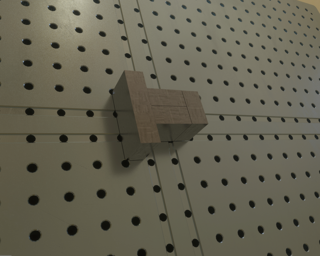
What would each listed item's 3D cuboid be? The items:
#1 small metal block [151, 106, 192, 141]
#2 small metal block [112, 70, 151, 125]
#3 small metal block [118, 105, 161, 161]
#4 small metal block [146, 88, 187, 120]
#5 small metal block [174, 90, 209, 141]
[{"bbox_3d":[0.004,-0.005,0.398,0.050,0.050,0.025,0,62,-29],"label":"small metal block"},{"bbox_3d":[-0.038,-0.038,0.395,0.025,0.050,0.050,0,62,-29],"label":"small metal block"},{"bbox_3d":[-0.026,0.006,0.375,0.025,0.050,0.050,0,62,-29],"label":"small metal block"},{"bbox_3d":[-0.002,-0.027,0.408,0.050,0.050,0.025,0,62,-29],"label":"small metal block"},{"bbox_3d":[0.035,-0.016,0.421,0.025,0.050,0.050,0,62,-29],"label":"small metal block"}]
